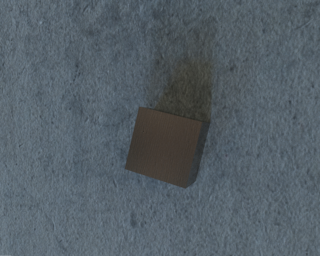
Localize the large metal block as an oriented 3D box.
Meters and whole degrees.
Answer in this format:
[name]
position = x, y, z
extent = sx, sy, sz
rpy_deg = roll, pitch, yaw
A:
[large metal block]
position = 0.011, 0.022, 0.391
extent = 0.080, 0.050, 0.079
rpy_deg = 15, 95, 19
